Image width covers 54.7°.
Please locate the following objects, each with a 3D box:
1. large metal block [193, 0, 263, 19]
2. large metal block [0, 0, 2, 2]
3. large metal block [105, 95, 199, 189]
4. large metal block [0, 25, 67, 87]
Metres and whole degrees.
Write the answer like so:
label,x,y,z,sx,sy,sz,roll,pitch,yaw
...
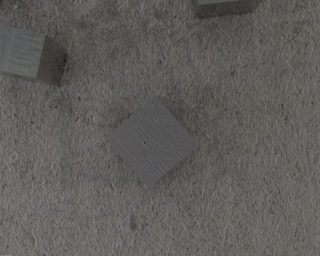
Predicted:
label,x,y,z,sx,sy,sz,roll,pitch,yaw
large metal block,0.082,-0.192,0.398,0.080,0.050,0.080,-7,90,0
large metal block,-0.225,-0.215,0.395,0.080,0.050,0.080,-39,90,0
large metal block,-0.009,0.017,0.397,0.080,0.050,0.080,-41,90,0
large metal block,-0.171,-0.088,0.381,0.080,0.080,0.050,12,90,0
